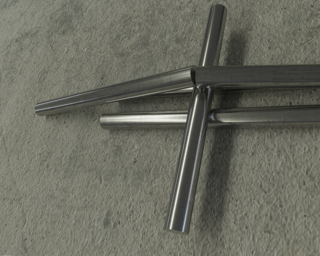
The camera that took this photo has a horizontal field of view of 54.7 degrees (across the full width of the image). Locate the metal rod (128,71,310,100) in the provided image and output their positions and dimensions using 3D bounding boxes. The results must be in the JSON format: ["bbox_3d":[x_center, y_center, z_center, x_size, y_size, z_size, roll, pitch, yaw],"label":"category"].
[{"bbox_3d":[0.066,-0.055,0.403,0.300,0.025,0.025,-1,62,27],"label":"metal rod"}]

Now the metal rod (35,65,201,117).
[{"bbox_3d":[-0.080,-0.046,0.442,0.300,0.025,0.025,-7,58,35],"label":"metal rod"}]

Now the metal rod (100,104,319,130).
[{"bbox_3d":[0.054,-0.011,0.382,0.300,0.025,0.025,-1,62,27],"label":"metal rod"}]

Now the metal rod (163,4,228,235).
[{"bbox_3d":[0.048,-0.030,0.365,0.025,0.025,0.300,0,61,28],"label":"metal rod"}]

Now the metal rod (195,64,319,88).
[{"bbox_3d":[0.186,-0.052,0.307,0.301,0.025,0.025,2,62,17],"label":"metal rod"}]
